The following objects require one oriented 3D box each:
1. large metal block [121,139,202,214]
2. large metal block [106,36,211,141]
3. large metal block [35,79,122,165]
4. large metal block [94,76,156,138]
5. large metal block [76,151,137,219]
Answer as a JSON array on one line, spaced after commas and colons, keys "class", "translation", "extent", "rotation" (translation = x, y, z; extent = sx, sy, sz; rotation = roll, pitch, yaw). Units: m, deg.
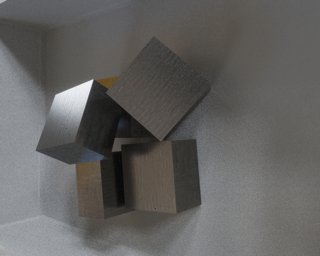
[{"class": "large metal block", "translation": [0.001, 0.057, 0.383], "extent": [0.080, 0.050, 0.080], "rotation": [-7, 86, 39]}, {"class": "large metal block", "translation": [0.001, -0.042, 0.353], "extent": [0.080, 0.050, 0.080], "rotation": [42, 95, 6]}, {"class": "large metal block", "translation": [-0.098, -0.004, 0.382], "extent": [0.080, 0.050, 0.080], "rotation": [-12, 57, 39]}, {"class": "large metal block", "translation": [-0.051, -0.027, 0.428], "extent": [0.080, 0.050, 0.079], "rotation": [-1, 89, 39]}, {"class": "large metal block", "translation": [-0.063, 0.072, 0.419], "extent": [0.050, 0.081, 0.080], "rotation": [-8, 85, 39]}]
